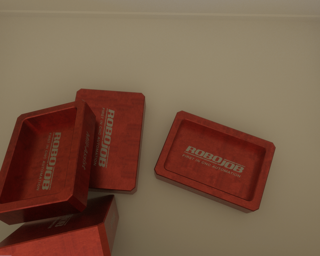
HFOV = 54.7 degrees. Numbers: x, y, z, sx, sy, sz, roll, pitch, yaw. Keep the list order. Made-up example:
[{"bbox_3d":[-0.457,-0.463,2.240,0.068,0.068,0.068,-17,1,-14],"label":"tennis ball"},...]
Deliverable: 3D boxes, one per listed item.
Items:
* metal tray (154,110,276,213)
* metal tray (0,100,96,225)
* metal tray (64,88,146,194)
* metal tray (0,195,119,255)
[{"bbox_3d":[0.068,0.042,0.392,0.131,0.030,0.090,20,71,7],"label":"metal tray"},{"bbox_3d":[-0.123,0.033,0.341,0.090,0.030,0.130,-12,50,10],"label":"metal tray"},{"bbox_3d":[-0.069,0.016,0.400,0.091,0.030,0.130,4,70,1],"label":"metal tray"},{"bbox_3d":[-0.092,0.103,0.314,0.091,0.130,0.030,-12,90,-5],"label":"metal tray"}]
